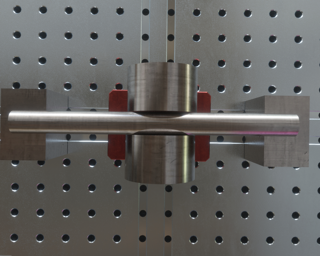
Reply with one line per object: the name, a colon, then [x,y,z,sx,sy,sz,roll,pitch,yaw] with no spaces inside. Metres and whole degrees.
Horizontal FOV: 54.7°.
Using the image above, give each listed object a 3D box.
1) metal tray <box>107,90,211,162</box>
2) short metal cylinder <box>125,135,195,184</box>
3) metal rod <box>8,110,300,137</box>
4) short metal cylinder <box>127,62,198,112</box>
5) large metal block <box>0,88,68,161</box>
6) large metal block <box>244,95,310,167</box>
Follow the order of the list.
metal tray: [-0.001,-0.003,0.411,0.131,0.030,0.089,1,90,0]
short metal cylinder: [0.000,0.032,0.356,0.081,0.080,0.050,1,90,0]
metal rod: [-0.006,-0.005,0.333,0.302,0.025,0.025,1,90,0]
short metal cylinder: [0.003,-0.043,0.356,0.081,0.080,0.050,1,90,0]
large metal block: [-0.152,-0.004,0.383,0.050,0.080,0.080,1,90,0]
large metal block: [0.142,0.003,0.386,0.050,0.080,0.080,1,90,0]
